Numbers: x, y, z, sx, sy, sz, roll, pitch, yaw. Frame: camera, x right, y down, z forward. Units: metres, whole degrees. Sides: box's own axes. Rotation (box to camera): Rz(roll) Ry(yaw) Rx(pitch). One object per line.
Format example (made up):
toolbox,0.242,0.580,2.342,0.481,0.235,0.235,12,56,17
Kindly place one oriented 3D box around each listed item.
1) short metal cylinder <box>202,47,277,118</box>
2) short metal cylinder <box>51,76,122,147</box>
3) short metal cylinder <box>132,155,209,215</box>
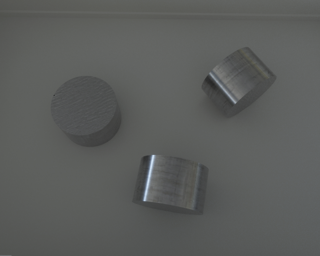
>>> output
short metal cylinder,0.102,-0.058,0.402,0.080,0.080,0.050,-34,74,-11
short metal cylinder,-0.093,-0.020,0.403,0.081,0.050,0.080,0,70,0
short metal cylinder,0.013,0.067,0.356,0.080,0.080,0.050,9,71,3
